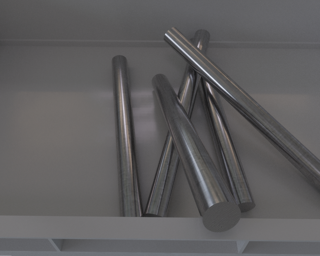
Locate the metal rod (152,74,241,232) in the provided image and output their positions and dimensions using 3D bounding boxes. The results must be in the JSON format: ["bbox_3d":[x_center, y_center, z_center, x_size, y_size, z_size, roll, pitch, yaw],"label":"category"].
[{"bbox_3d":[0.020,-0.006,0.331,0.025,0.025,0.300,-6,26,-5],"label":"metal rod"}]

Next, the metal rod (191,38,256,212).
[{"bbox_3d":[0.074,-0.029,0.429,0.025,0.025,0.300,-5,50,-4],"label":"metal rod"}]

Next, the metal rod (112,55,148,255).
[{"bbox_3d":[-0.044,0.008,0.397,0.025,0.025,0.300,-6,50,-5],"label":"metal rod"}]

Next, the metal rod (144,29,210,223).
[{"bbox_3d":[0.031,-0.025,0.407,0.025,0.025,0.300,11,56,9],"label":"metal rod"}]

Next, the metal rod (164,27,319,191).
[{"bbox_3d":[0.109,-0.028,0.392,0.025,0.025,0.300,-33,69,-24],"label":"metal rod"}]
